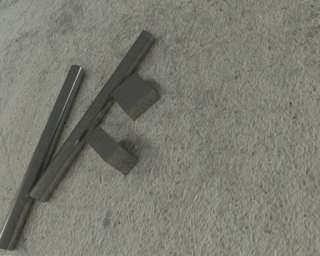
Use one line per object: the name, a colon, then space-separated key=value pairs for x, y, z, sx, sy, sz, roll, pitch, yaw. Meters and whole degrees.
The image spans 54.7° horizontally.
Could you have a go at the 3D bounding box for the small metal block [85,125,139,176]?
small metal block: x=-0.062 y=0.030 z=0.400 sx=0.025 sy=0.050 sz=0.050 roll=-47 pitch=52 yaw=-5

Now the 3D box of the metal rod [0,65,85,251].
metal rod: x=-0.176 y=0.029 z=0.475 sx=0.025 sy=0.025 sz=0.300 roll=0 pitch=61 yaw=28

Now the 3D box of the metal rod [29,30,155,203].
metal rod: x=-0.095 y=-0.026 z=0.467 sx=0.025 sy=0.025 sz=0.300 roll=21 pitch=73 yaw=35

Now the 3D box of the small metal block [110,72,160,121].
small metal block: x=-0.036 y=-0.046 z=0.450 sx=0.050 sy=0.025 sz=0.050 roll=-41 pitch=51 yaw=0
